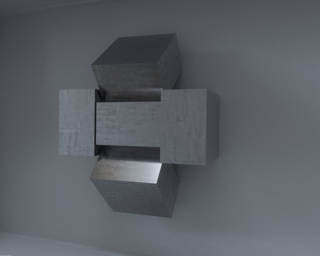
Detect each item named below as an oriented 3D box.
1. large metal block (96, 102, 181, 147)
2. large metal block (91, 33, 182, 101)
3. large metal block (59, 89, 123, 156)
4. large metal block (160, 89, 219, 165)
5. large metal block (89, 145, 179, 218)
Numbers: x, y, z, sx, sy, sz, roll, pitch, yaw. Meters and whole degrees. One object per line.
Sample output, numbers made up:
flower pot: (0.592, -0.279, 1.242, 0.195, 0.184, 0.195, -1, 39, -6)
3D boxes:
large metal block: (-0.023, -0.005, 0.388, 0.080, 0.080, 0.050, 1, 91, 20)
large metal block: (-0.024, -0.075, 0.382, 0.080, 0.080, 0.050, 2, 128, 20)
large metal block: (-0.087, -0.007, 0.411, 0.050, 0.080, 0.080, 1, 90, 20)
large metal block: (0.038, -0.002, 0.367, 0.050, 0.080, 0.080, 1, 90, 20)
large metal block: (-0.027, 0.066, 0.382, 0.080, 0.080, 0.050, 1, 49, 19)
